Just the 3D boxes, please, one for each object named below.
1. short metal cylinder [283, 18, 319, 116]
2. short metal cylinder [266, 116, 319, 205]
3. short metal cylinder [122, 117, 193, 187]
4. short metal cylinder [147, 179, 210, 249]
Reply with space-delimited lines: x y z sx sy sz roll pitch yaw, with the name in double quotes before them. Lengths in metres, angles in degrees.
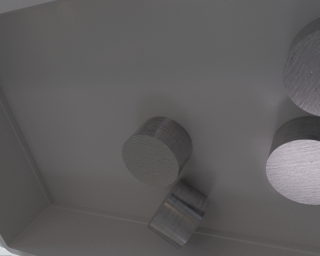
"short metal cylinder" 0.155 -0.056 0.276 0.080 0.050 0.079 13 124 21
"short metal cylinder" 0.159 0.034 0.330 0.080 0.050 0.079 13 124 21
"short metal cylinder" -0.003 0.031 0.414 0.080 0.050 0.079 13 124 21
"short metal cylinder" 0.025 0.119 0.434 0.050 0.080 0.079 35 129 5
